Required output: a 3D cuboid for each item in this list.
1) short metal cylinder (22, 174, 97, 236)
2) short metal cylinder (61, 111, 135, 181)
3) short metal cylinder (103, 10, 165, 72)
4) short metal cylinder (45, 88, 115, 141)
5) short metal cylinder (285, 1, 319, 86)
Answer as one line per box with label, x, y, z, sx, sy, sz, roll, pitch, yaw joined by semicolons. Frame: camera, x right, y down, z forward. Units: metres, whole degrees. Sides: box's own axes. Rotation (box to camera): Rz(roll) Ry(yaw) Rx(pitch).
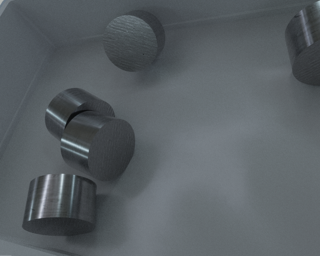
short metal cylinder;-0.118;0.095;0.373;0.080;0.080;0.050;-16;56;19
short metal cylinder;-0.077;0.022;0.396;0.050;0.080;0.080;16;70;34
short metal cylinder;-0.037;-0.129;0.458;0.080;0.080;0.050;-12;24;21
short metal cylinder;-0.110;-0.010;0.433;0.050;0.080;0.080;29;78;37
short metal cylinder;0.180;-0.089;0.331;0.080;0.080;0.050;-11;57;22
